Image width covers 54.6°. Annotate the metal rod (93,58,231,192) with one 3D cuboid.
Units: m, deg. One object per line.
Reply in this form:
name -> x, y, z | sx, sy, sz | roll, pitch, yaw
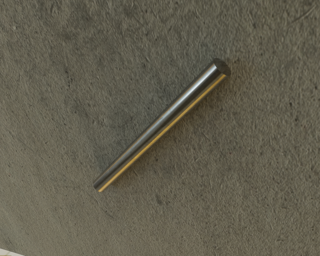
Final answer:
metal rod -> -0.017, 0.015, 0.425 | 0.025, 0.025, 0.299 | 44, 129, -2
